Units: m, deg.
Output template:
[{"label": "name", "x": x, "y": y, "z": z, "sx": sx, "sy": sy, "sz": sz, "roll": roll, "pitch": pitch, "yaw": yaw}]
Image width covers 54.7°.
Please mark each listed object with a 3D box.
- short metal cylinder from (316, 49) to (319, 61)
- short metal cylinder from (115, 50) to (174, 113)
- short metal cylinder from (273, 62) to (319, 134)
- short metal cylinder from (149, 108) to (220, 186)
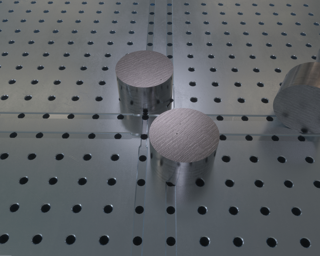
[{"label": "short metal cylinder", "x": 0.269, "y": -0.087, "z": 0.447, "sx": 0.080, "sy": 0.080, "sz": 0.050, "roll": 17, "pitch": 52, "yaw": 14}, {"label": "short metal cylinder", "x": -0.021, "y": -0.068, "z": 0.448, "sx": 0.081, "sy": 0.050, "sz": 0.080, "roll": 0, "pitch": 50, "yaw": 0}, {"label": "short metal cylinder", "x": 0.197, "y": -0.039, "z": 0.405, "sx": 0.080, "sy": 0.080, "sz": 0.050, "roll": 24, "pitch": 54, "yaw": 19}, {"label": "short metal cylinder", "x": 0.028, "y": 0.022, "z": 0.373, "sx": 0.081, "sy": 0.050, "sz": 0.080, "roll": 0, "pitch": 50, "yaw": 0}]
